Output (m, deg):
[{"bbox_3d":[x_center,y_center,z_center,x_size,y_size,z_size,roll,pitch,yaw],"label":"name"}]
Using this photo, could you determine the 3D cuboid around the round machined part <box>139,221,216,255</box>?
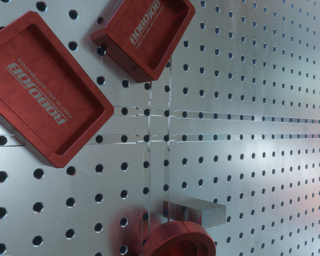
[{"bbox_3d":[0.019,0.159,0.397,0.099,0.042,0.097,-9,114,-19],"label":"round machined part"}]

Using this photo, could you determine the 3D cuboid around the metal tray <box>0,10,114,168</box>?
[{"bbox_3d":[-0.117,-0.035,0.307,0.090,0.030,0.130,-52,120,-27],"label":"metal tray"}]

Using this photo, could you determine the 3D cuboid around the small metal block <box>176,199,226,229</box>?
[{"bbox_3d":[0.058,0.122,0.442,0.050,0.050,0.025,2,89,-40],"label":"small metal block"}]

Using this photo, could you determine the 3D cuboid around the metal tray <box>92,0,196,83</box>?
[{"bbox_3d":[-0.015,-0.134,0.392,0.090,0.030,0.130,41,65,-32],"label":"metal tray"}]
